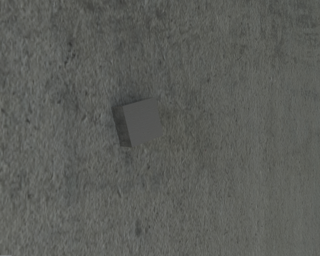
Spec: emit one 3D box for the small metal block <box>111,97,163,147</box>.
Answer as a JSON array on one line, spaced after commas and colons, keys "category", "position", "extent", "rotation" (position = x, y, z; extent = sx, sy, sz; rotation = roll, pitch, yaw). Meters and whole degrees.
[{"category": "small metal block", "position": [-0.027, -0.008, 0.384], "extent": [0.050, 0.025, 0.050], "rotation": [-20, 103, -38]}]
